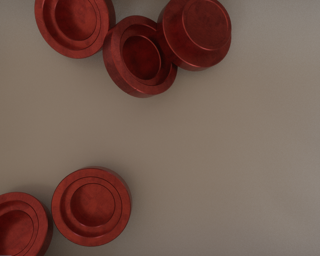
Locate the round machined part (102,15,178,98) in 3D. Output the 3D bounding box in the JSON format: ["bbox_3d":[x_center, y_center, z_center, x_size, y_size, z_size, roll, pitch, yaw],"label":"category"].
[{"bbox_3d":[-0.028,-0.085,0.386,0.099,0.042,0.098,8,77,-38],"label":"round machined part"}]

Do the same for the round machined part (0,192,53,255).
[{"bbox_3d":[-0.182,0.134,0.388,0.099,0.042,0.098,-1,61,2],"label":"round machined part"}]

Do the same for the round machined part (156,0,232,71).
[{"bbox_3d":[0.049,-0.123,0.385,0.099,0.042,0.097,2,84,-23],"label":"round machined part"}]

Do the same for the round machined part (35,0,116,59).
[{"bbox_3d":[-0.101,-0.140,0.388,0.098,0.042,0.097,6,117,13],"label":"round machined part"}]

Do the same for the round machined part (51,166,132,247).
[{"bbox_3d":[-0.085,0.098,0.402,0.099,0.042,0.097,0,90,0],"label":"round machined part"}]
